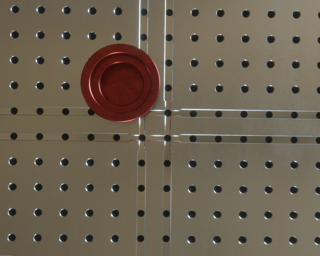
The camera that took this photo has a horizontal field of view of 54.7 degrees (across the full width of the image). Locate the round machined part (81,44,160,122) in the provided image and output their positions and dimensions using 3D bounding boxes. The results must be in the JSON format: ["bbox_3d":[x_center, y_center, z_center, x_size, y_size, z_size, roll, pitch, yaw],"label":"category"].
[{"bbox_3d":[-0.049,-0.056,0.404,0.099,0.042,0.097,0,90,-1],"label":"round machined part"}]
